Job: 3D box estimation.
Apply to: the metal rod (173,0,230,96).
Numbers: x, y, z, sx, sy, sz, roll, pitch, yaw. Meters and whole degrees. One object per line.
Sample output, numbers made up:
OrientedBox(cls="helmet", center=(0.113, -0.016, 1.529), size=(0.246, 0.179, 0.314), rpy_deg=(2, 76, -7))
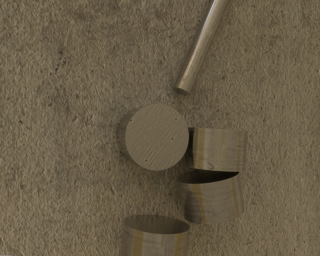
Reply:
OrientedBox(cls="metal rod", center=(0.087, -0.186, 0.441), size=(0.025, 0.025, 0.299), rpy_deg=(26, 81, -18))

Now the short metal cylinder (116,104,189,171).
OrientedBox(cls="short metal cylinder", center=(-0.011, 0.011, 0.392), size=(0.081, 0.050, 0.080), rpy_deg=(0, 90, -20))

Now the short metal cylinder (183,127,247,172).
OrientedBox(cls="short metal cylinder", center=(0.072, 0.027, 0.407), size=(0.081, 0.080, 0.050), rpy_deg=(5, 89, -20))

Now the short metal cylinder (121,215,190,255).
OrientedBox(cls="short metal cylinder", center=(-0.006, 0.142, 0.378), size=(0.081, 0.080, 0.050), rpy_deg=(6, 88, -20))

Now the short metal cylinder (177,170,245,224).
OrientedBox(cls="short metal cylinder", center=(0.066, 0.085, 0.405), size=(0.081, 0.080, 0.050), rpy_deg=(-11, 94, -20))
